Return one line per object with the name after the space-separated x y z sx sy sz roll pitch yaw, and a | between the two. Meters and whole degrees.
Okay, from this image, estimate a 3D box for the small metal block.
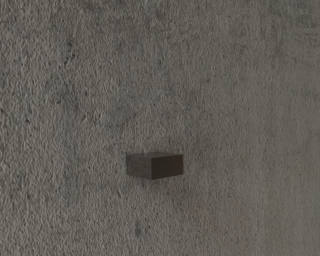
-0.007 0.046 0.385 0.050 0.050 0.025 -2 92 -40 | small metal block
